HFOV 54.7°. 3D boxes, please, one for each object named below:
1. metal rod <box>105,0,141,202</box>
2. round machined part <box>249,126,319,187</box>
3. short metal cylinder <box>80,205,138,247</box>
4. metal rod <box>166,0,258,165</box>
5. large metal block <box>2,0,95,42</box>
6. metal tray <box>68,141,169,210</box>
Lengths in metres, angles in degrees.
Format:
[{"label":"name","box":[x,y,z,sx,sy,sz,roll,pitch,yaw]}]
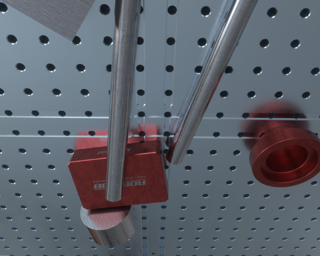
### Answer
[{"label":"metal rod","box":[-0.046,-0.029,0.359,0.025,0.025,0.298,6,122,-5]},{"label":"round machined part","box":[0.175,0.036,0.434,0.099,0.042,0.097,-1,130,0]},{"label":"short metal cylinder","box":[-0.080,0.140,0.494,0.080,0.080,0.050,-7,130,5]},{"label":"metal rod","box":[0.061,-0.066,0.356,0.025,0.025,0.298,12,129,-10]},{"label":"large metal block","box":[-0.093,-0.140,0.275,0.080,0.050,0.080,28,125,-22]},{"label":"metal tray","box":[-0.058,0.071,0.457,0.131,0.030,0.089,-7,118,5]}]
